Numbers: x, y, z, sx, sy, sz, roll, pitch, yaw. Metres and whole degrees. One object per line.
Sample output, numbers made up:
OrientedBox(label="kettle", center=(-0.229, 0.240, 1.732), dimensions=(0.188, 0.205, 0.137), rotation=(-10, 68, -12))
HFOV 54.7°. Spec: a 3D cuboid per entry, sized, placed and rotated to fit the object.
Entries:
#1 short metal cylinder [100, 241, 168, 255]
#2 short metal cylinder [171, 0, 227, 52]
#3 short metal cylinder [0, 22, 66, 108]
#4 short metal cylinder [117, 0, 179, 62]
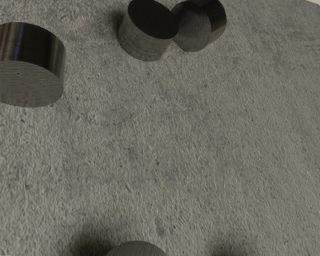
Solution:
OrientedBox(label="short metal cylinder", center=(-0.029, 0.149, 0.281), dimensions=(0.081, 0.050, 0.080), rotation=(14, 56, -21))
OrientedBox(label="short metal cylinder", center=(0.061, -0.171, 0.505), dimensions=(0.080, 0.080, 0.050), rotation=(46, 51, 4))
OrientedBox(label="short metal cylinder", center=(-0.144, -0.064, 0.330), dimensions=(0.081, 0.080, 0.050), rotation=(8, 58, -24))
OrientedBox(label="short metal cylinder", center=(-0.019, -0.148, 0.467), dimensions=(0.081, 0.050, 0.080), rotation=(14, 56, -21))
